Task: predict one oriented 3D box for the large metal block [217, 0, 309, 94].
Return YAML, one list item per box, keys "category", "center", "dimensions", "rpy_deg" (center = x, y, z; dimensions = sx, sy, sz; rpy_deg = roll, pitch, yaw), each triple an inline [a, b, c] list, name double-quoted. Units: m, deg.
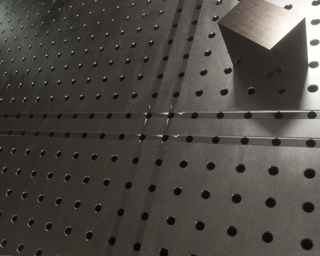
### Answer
- category: "large metal block"
  center: [0.124, -0.099, 0.369]
  dimensions: [0.050, 0.080, 0.080]
  rpy_deg: [-43, 51, -1]
